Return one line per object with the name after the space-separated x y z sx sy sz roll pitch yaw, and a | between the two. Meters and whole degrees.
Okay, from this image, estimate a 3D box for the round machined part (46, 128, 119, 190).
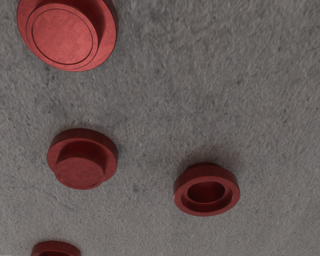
-0.110 0.051 0.438 0.099 0.042 0.097 -1 130 0 | round machined part

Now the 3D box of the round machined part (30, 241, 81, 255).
-0.213 0.272 0.625 0.099 0.042 0.097 -1 130 0 | round machined part

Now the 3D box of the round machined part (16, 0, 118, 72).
-0.093 -0.099 0.311 0.099 0.042 0.097 -1 130 0 | round machined part

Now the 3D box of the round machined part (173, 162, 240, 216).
0.069 0.090 0.474 0.099 0.042 0.097 -1 130 0 | round machined part
